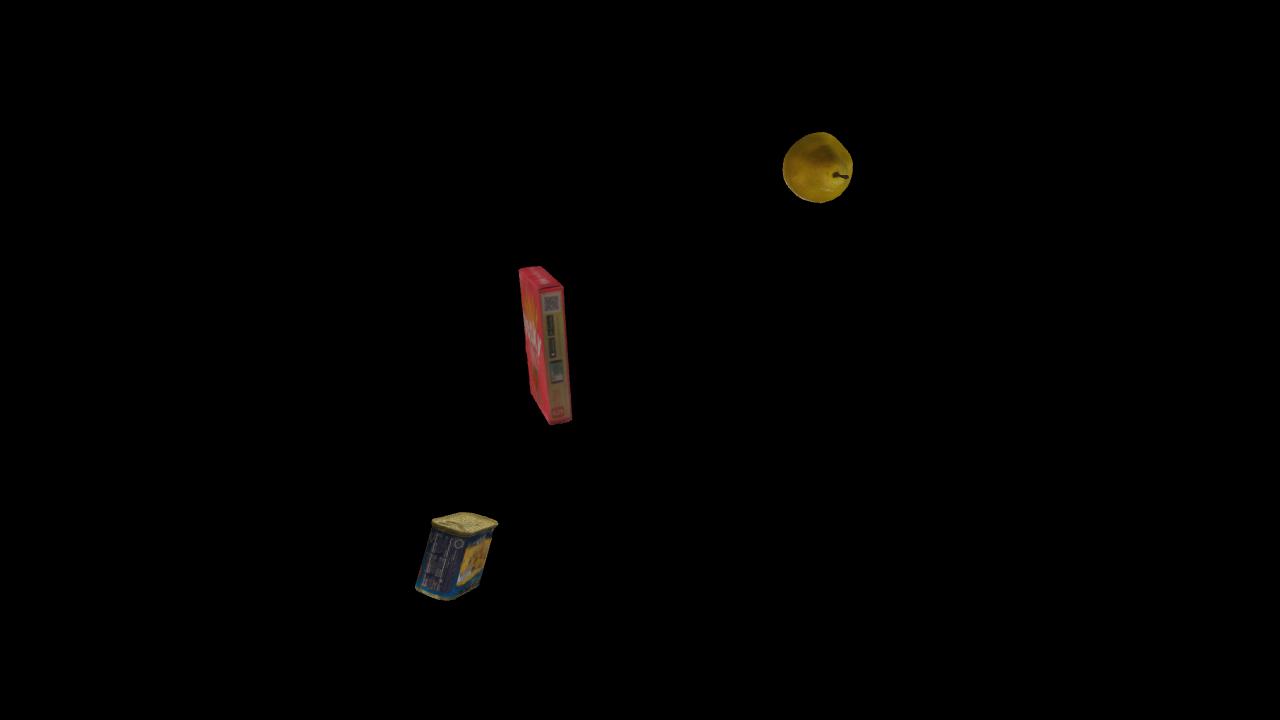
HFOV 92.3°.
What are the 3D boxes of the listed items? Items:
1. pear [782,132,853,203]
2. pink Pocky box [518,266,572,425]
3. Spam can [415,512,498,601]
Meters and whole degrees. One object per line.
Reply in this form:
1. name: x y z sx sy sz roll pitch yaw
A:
1. pear: 0.201 -0.211 0.683 0.080 0.080 0.111 0 18 8
2. pink Pocky box: -0.102 -0.017 0.662 0.029 0.155 0.084 -11 26 -21
3. Spam can: -0.229 0.244 0.773 0.058 0.085 0.101 13 -4 12
